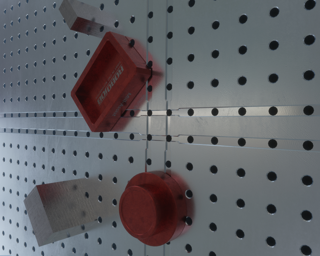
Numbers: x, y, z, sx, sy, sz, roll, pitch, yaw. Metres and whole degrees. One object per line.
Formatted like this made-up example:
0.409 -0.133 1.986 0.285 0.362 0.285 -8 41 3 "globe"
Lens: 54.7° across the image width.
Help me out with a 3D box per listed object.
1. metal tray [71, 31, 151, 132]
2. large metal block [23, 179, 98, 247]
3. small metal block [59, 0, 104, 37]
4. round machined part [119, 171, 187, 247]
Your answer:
-0.079 -0.067 0.471 0.129 0.030 0.090 -50 61 28 "metal tray"
-0.163 0.135 0.508 0.050 0.081 0.080 -45 63 31 "large metal block"
-0.126 -0.178 0.497 0.025 0.050 0.050 -46 63 30 "small metal block"
-0.017 0.108 0.412 0.098 0.042 0.097 0 90 40 "round machined part"
